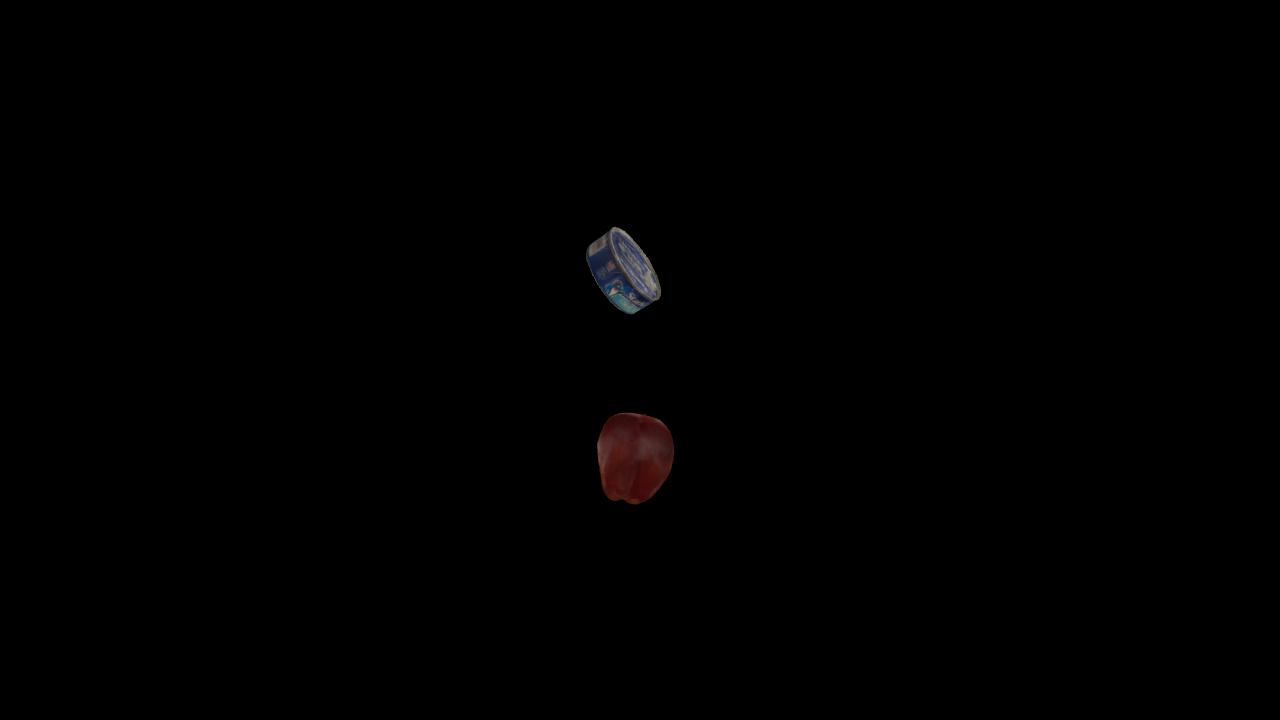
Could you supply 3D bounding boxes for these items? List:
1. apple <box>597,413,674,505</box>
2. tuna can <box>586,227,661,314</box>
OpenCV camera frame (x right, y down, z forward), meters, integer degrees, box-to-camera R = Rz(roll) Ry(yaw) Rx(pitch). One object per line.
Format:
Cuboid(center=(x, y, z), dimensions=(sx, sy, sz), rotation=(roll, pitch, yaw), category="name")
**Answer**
Cuboid(center=(-0.005, 0.098, 0.628), dimensions=(0.079, 0.093, 0.079), rotation=(9, -22, 4), category="apple")
Cuboid(center=(-0.016, -0.089, 0.617), dimensions=(0.034, 0.084, 0.084), rotation=(-30, -12, 22), category="tuna can")
